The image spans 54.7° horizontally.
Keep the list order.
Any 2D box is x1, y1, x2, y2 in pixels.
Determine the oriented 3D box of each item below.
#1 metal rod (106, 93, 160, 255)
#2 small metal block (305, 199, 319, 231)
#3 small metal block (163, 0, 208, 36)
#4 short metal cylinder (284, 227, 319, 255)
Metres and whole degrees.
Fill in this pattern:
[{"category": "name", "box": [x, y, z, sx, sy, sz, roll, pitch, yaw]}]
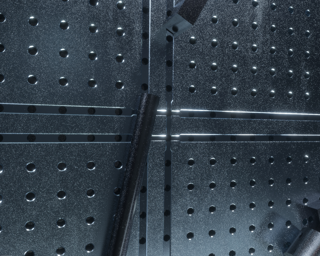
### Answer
[{"category": "metal rod", "box": [-0.043, 0.103, 0.396, 0.025, 0.025, 0.298, 13, 85, -20]}, {"category": "small metal block", "box": [0.274, 0.147, 0.514, 0.050, 0.025, 0.050, -16, 95, -19]}, {"category": "small metal block", "box": [0.035, -0.156, 0.412, 0.025, 0.050, 0.050, 32, 80, -17]}, {"category": "short metal cylinder", "box": [0.240, 0.199, 0.472, 0.050, 0.080, 0.080, -46, 105, -14]}]
